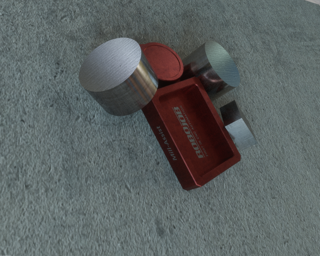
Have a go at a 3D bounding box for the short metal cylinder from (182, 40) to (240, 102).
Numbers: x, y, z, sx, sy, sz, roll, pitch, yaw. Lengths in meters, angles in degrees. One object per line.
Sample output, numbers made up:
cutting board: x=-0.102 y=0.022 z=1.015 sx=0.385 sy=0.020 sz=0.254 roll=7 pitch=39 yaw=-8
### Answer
short metal cylinder: x=0.076 y=-0.084 z=0.468 sx=0.080 sy=0.050 sz=0.080 roll=27 pitch=47 yaw=-33

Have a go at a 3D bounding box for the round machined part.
round machined part: x=-0.006 y=-0.083 z=0.443 sx=0.099 sy=0.042 sz=0.098 roll=14 pitch=56 yaw=-21

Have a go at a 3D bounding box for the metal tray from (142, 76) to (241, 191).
metal tray: x=0.041 y=0.004 z=0.407 sx=0.091 sy=0.030 sz=0.130 roll=-24 pitch=84 yaw=-37

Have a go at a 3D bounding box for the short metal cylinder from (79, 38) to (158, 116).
short metal cylinder: x=-0.049 y=-0.061 z=0.373 sx=0.050 sy=0.080 sz=0.080 roll=54 pitch=32 yaw=-51

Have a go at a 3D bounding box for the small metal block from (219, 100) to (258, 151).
small metal block: x=0.112 y=-0.004 z=0.445 sx=0.050 sy=0.025 sz=0.050 roll=51 pitch=21 yaw=-27
